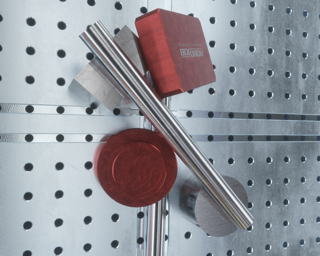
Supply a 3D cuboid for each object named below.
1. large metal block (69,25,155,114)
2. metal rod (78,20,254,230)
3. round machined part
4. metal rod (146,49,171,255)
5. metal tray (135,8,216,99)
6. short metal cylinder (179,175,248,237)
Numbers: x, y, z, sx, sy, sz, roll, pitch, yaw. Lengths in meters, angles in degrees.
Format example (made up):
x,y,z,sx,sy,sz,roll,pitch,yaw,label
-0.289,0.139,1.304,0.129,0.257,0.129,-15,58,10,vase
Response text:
x,y,z,sx,sy,sz,roll,pitch,yaw,label
-0.058,-0.064,0.363,0.050,0.080,0.080,43,76,-15,large metal block
0.021,0.013,0.346,0.025,0.025,0.300,-45,112,-14,metal rod
-0.027,0.049,0.378,0.099,0.042,0.097,0,90,-3,round machined part
-0.001,0.020,0.413,0.025,0.025,0.298,3,89,-20,metal rod
0.026,-0.090,0.378,0.131,0.030,0.089,-27,102,-61,metal tray
0.073,0.102,0.428,0.081,0.050,0.079,0,90,-21,short metal cylinder
